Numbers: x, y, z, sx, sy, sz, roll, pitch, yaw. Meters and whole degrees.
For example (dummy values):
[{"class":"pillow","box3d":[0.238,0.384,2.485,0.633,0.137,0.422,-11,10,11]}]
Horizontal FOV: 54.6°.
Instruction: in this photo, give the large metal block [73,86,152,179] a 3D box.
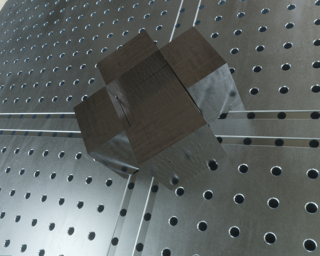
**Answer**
[{"class":"large metal block","box3d":[-0.058,0.007,0.400,0.050,0.080,0.080,-34,52,6]}]

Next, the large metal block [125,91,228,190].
[{"class":"large metal block","box3d":[0.020,0.018,0.353,0.080,0.080,0.050,-32,52,7]}]

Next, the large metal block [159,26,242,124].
[{"class":"large metal block","box3d":[0.051,-0.064,0.386,0.050,0.080,0.080,-33,52,6]}]

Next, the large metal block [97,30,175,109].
[{"class":"large metal block","box3d":[-0.027,-0.074,0.434,0.080,0.080,0.050,-34,51,6]}]

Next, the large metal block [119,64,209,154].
[{"class":"large metal block","box3d":[0.003,-0.022,0.403,0.080,0.050,0.080,-34,50,8]}]
